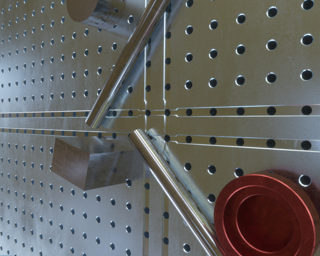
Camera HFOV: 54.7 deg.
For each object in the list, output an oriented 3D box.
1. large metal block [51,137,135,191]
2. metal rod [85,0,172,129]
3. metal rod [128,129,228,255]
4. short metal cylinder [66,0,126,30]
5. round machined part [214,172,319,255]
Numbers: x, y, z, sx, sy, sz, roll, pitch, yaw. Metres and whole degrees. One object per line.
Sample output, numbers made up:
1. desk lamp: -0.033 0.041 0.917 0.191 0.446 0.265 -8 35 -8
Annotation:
1. large metal block: -0.098 0.047 0.452 0.080 0.081 0.050 18 101 38
2. metal rod: -0.032 -0.120 0.433 0.025 0.025 0.298 48 118 29
3. metal rod: 0.048 0.116 0.368 0.025 0.025 0.300 -52 60 27
4. short metal cylinder: -0.097 -0.195 0.471 0.080 0.050 0.079 0 90 39
5. round machined part: 0.107 0.093 0.309 0.098 0.042 0.097 0 90 39
